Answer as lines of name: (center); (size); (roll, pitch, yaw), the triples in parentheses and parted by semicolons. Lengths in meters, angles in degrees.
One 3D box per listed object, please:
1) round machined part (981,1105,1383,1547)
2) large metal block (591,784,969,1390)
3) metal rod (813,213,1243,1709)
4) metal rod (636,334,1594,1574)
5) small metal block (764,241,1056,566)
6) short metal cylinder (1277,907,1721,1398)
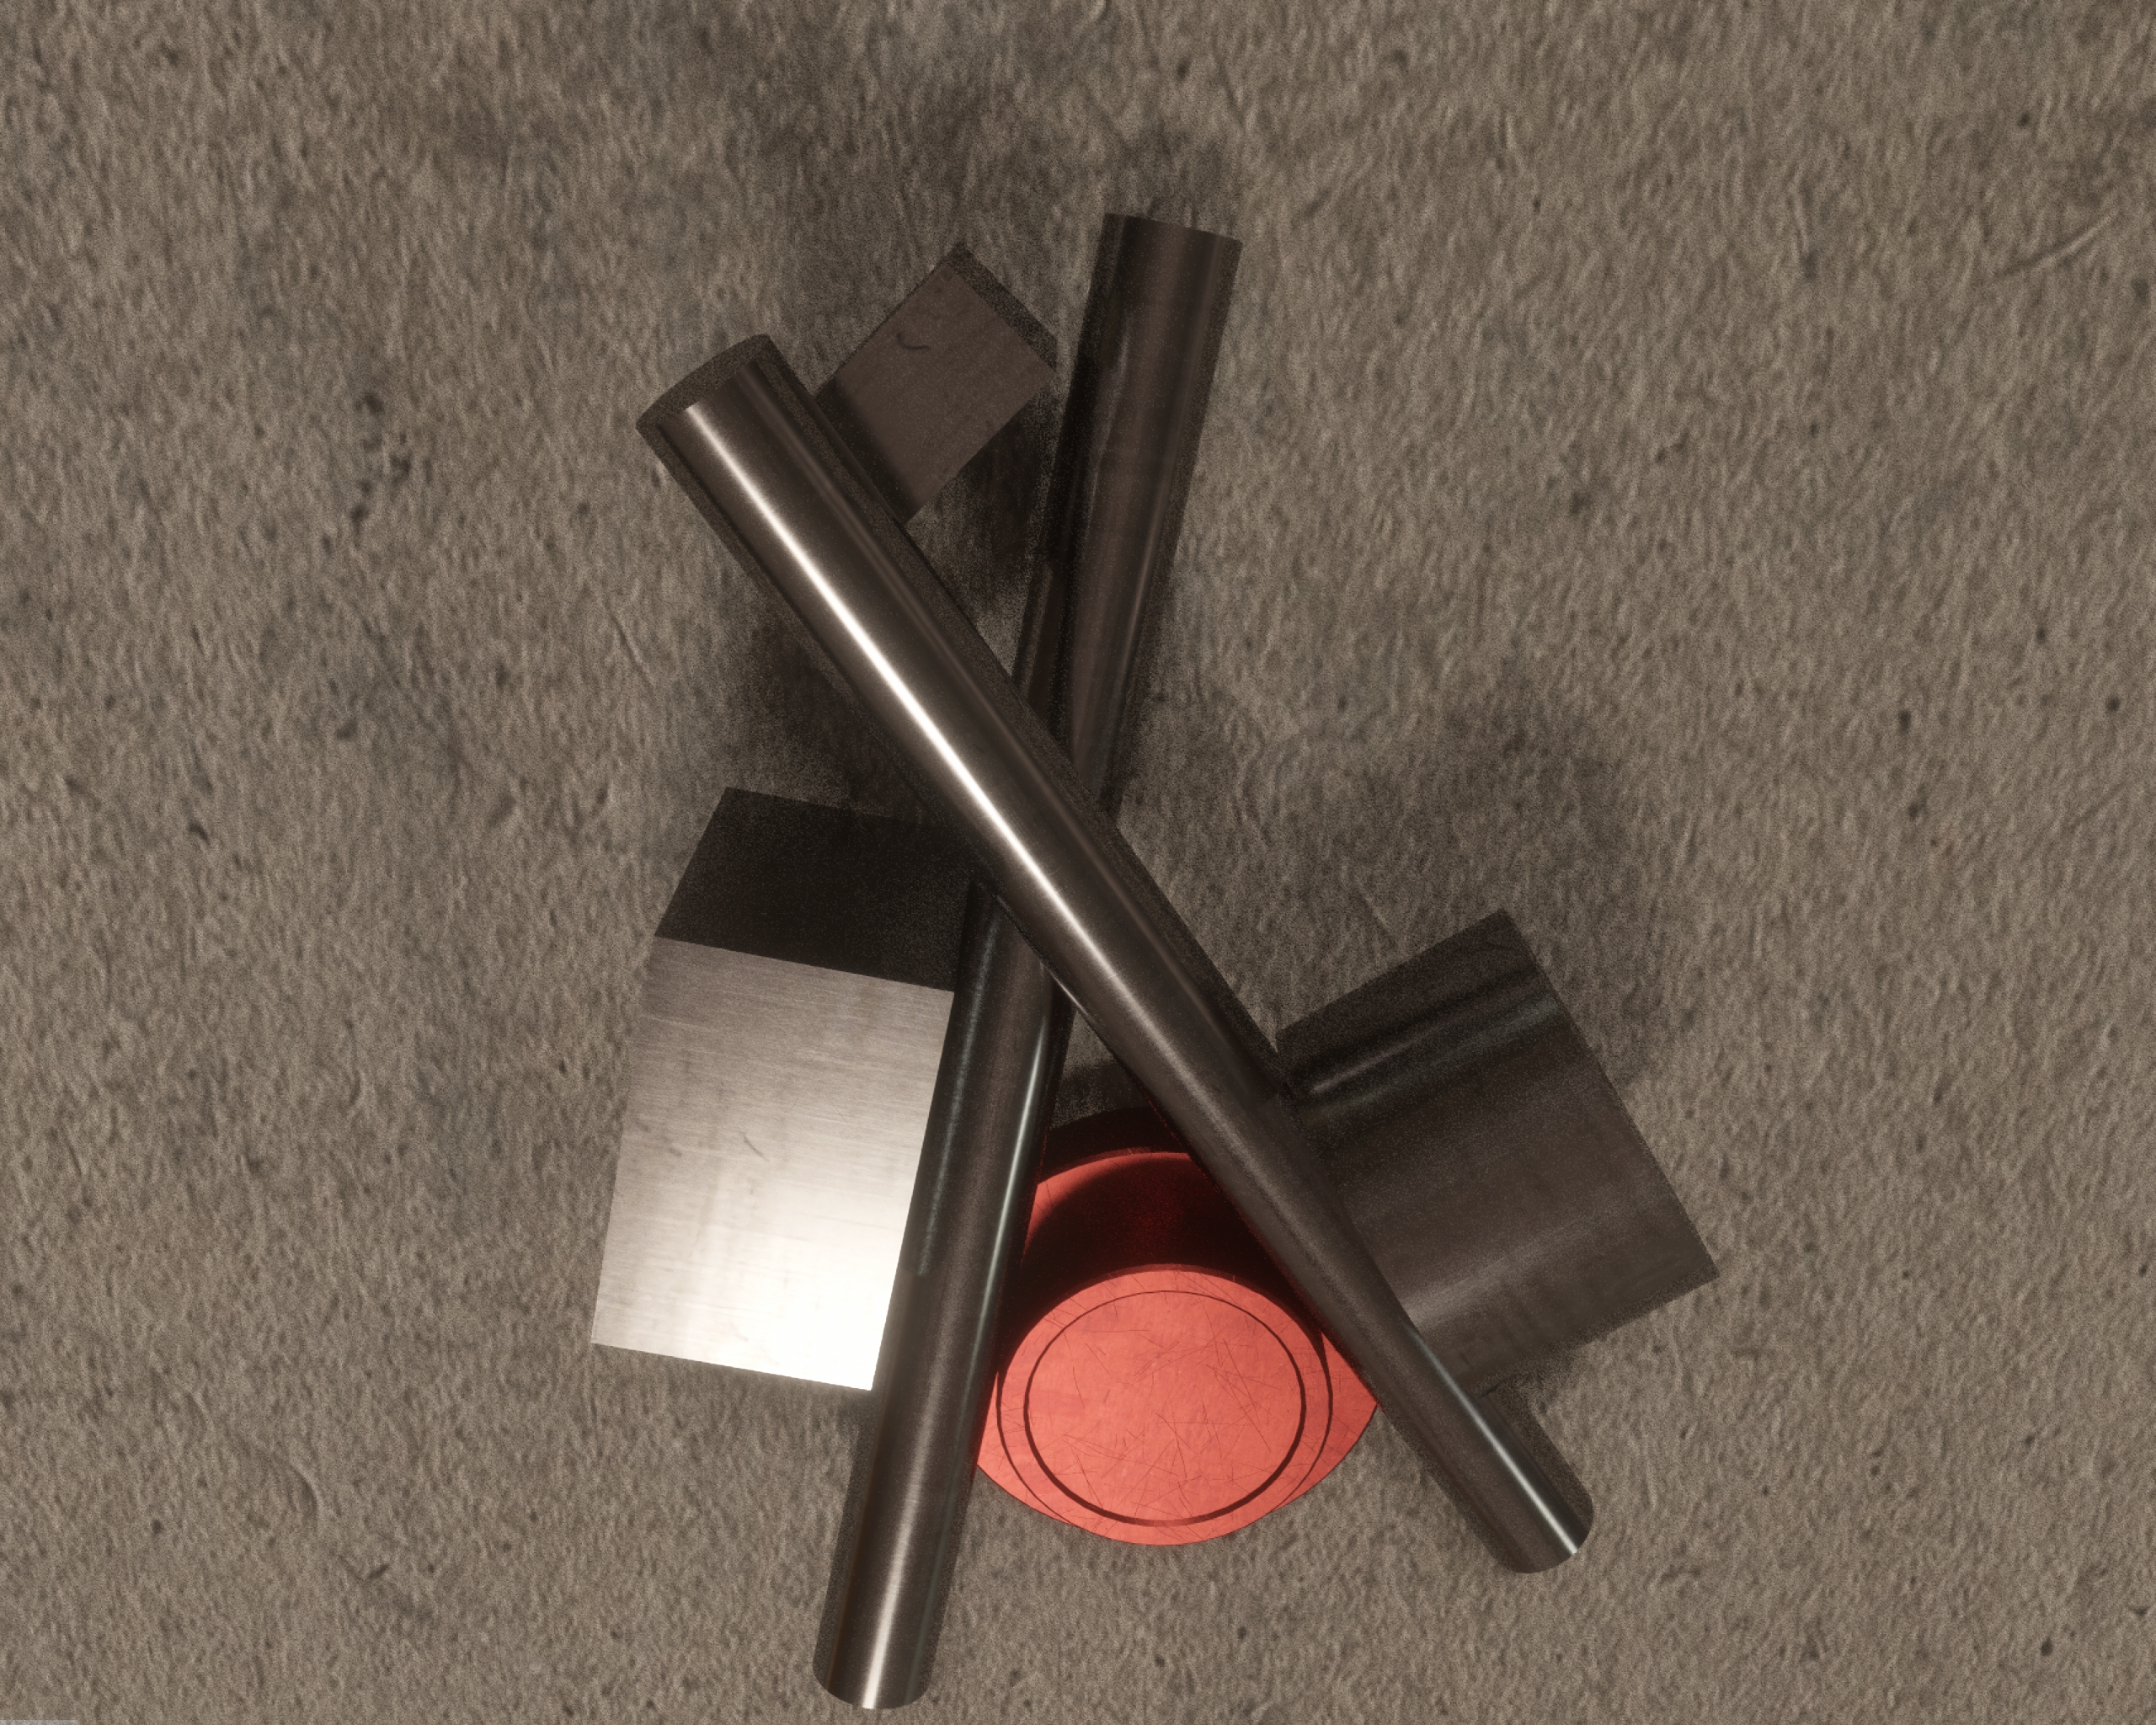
round machined part: (0.017, 0.104, 0.441); (0.099, 0.042, 0.097); (0, 110, -1)
large metal block: (-0.054, 0.039, 0.396); (0.050, 0.080, 0.079); (11, 110, -5)
metal rod: (-0.013, 0.029, 0.405); (0.025, 0.025, 0.298); (11, 104, -5)
metal rod: (0.021, 0.035, 0.388); (0.025, 0.025, 0.299); (-31, 116, 10)
small metal block: (-0.030, -0.080, 0.367); (0.050, 0.050, 0.025); (-43, 105, 14)
short metal cylinder: (0.081, 0.056, 0.404); (0.050, 0.080, 0.080); (-30, 108, 10)
